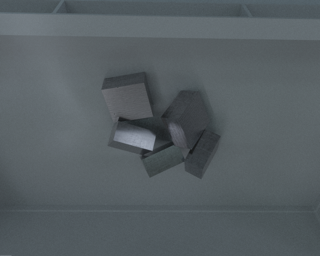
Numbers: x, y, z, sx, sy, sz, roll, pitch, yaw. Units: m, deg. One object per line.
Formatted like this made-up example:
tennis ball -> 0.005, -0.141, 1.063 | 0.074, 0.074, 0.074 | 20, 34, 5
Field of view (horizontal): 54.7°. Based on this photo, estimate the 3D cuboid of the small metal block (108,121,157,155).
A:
small metal block -> -0.038, 0.015, 0.405 | 0.050, 0.025, 0.050 | 16, 164, -14

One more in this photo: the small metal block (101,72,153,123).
small metal block -> -0.038, -0.037, 0.377 | 0.050, 0.025, 0.050 | -9, 130, 7

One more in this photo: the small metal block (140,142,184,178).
small metal block -> 0.002, 0.041, 0.415 | 0.050, 0.050, 0.025 | -24, 93, -7

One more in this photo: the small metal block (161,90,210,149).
small metal block -> 0.033, -0.010, 0.381 | 0.025, 0.050, 0.050 | 9, 140, 38

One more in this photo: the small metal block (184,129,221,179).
small metal block -> 0.056, 0.035, 0.409 | 0.025, 0.050, 0.050 | 27, 162, 16
